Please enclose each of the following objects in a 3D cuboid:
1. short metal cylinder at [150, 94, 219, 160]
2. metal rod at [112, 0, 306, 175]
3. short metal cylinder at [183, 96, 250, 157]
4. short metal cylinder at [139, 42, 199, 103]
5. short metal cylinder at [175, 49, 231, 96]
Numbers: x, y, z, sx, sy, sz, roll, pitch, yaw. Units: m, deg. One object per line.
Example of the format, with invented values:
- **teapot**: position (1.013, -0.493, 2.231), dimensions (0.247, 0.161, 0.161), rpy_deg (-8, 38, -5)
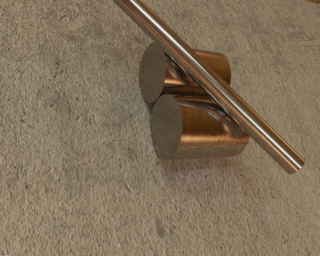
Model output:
- **short metal cylinder**: position (0.028, -0.001, 0.386), dimensions (0.050, 0.080, 0.080), rpy_deg (1, 62, -28)
- **metal rod**: position (0.054, -0.061, 0.368), dimensions (0.300, 0.025, 0.025), rpy_deg (45, 51, 3)
- **short metal cylinder**: position (0.073, -0.001, 0.410), dimensions (0.050, 0.080, 0.080), rpy_deg (1, 62, -28)
- **short metal cylinder**: position (0.011, -0.072, 0.420), dimensions (0.050, 0.080, 0.080), rpy_deg (1, 62, -28)
- **short metal cylinder**: position (0.056, -0.072, 0.444), dimensions (0.050, 0.080, 0.080), rpy_deg (1, 62, -28)
